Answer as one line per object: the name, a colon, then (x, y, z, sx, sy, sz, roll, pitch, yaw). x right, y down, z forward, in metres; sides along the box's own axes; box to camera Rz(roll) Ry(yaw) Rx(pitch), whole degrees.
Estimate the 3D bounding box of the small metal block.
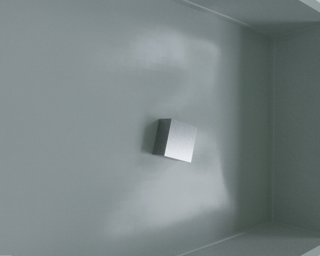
small metal block: (0.021, 0.018, 0.427, 0.050, 0.025, 0.050, 19, 78, -39)
